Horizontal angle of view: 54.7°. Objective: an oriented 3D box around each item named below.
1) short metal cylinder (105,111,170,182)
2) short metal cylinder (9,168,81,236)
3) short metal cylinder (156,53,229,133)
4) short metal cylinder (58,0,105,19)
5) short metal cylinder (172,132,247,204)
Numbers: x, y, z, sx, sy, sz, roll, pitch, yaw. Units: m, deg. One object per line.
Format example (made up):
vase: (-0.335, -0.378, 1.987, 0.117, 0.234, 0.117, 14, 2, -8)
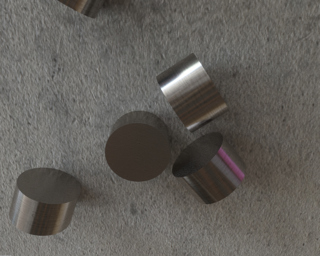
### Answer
short metal cylinder: (-0.028, 0.023, 0.405, 0.081, 0.050, 0.079, 0, 110, -1)
short metal cylinder: (-0.153, 0.096, 0.414, 0.080, 0.080, 0.050, 19, 109, -7)
short metal cylinder: (0.039, -0.041, 0.366, 0.050, 0.080, 0.080, -32, 107, 11)
short metal cylinder: (-0.091, -0.158, 0.321, 0.080, 0.080, 0.050, 31, 107, -11)
short metal cylinder: (0.063, 0.051, 0.400, 0.080, 0.080, 0.050, -38, 106, 12)
